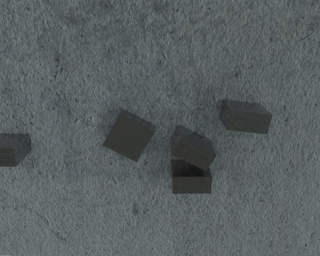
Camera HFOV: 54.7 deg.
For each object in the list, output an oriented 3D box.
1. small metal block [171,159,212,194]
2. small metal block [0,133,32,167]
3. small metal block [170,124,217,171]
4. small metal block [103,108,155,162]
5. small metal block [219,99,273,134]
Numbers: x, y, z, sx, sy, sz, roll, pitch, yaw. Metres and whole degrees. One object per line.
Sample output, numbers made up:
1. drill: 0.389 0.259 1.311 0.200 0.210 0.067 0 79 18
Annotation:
1. small metal block: 0.041 0.065 0.421 0.050 0.050 0.025 0 110 0
2. small metal block: -0.204 0.028 0.405 0.050 0.050 0.025 1 110 -1
3. small metal block: 0.042 0.025 0.406 0.050 0.050 0.025 26 108 -9
4. small metal block: -0.041 0.010 0.413 0.050 0.025 0.050 28 108 -10
5. small metal block: 0.106 -0.015 0.392 0.050 0.050 0.025 6 110 -3
